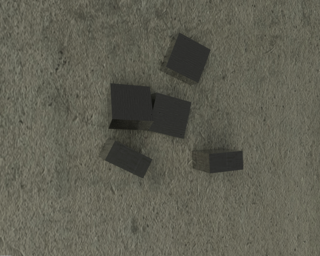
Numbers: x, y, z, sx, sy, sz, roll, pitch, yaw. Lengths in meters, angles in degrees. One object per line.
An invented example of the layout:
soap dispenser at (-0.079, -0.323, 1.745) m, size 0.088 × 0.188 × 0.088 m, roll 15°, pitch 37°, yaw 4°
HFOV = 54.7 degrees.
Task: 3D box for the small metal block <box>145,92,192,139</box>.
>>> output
small metal block at (0.009, -0.016, 0.412) m, size 0.050 × 0.025 × 0.050 m, roll 14°, pitch 85°, yaw -20°

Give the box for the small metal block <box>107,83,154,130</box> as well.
small metal block at (-0.038, -0.026, 0.384) m, size 0.050 × 0.025 × 0.050 m, roll 3°, pitch 62°, yaw -19°

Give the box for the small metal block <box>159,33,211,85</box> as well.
small metal block at (0.034, -0.093, 0.421) m, size 0.050 × 0.025 × 0.050 m, roll 23°, pitch 82°, yaw -19°

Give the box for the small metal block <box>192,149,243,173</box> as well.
small metal block at (0.078, 0.044, 0.424) m, size 0.050 × 0.050 × 0.025 m, roll -3°, pitch 91°, yaw -20°

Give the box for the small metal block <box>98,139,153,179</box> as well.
small metal block at (-0.044, 0.036, 0.380) m, size 0.050 × 0.050 × 0.025 m, roll 29°, pitch 81°, yaw -18°
